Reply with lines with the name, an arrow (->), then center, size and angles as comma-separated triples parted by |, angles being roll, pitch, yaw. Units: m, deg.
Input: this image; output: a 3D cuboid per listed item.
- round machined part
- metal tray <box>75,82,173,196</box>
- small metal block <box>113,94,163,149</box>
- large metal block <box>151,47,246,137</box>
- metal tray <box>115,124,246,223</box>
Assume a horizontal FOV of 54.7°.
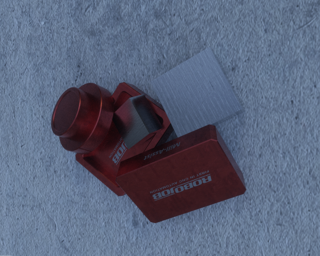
round machined part -> -0.110, -0.016, 0.418 | 0.098, 0.042, 0.098 | -20, 59, 38
metal tray -> -0.046, 0.015, 0.423 | 0.090, 0.030, 0.129 | 37, 101, 16
small metal block -> -0.031, -0.008, 0.397 | 0.050, 0.025, 0.050 | -37, 79, 45
large metal block -> 0.048, -0.039, 0.380 | 0.080, 0.050, 0.080 | -28, 81, 17
metal tray -> 0.025, 0.060, 0.374 | 0.130, 0.030, 0.090 | -24, 118, 19
